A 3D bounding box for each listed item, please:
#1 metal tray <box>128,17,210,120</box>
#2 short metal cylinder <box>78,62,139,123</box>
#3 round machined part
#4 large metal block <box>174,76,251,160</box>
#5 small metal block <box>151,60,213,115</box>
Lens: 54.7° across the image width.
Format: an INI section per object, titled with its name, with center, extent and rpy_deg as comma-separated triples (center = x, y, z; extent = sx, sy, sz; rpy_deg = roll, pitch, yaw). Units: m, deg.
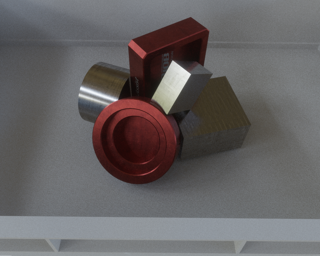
[metal tray]
center = 0.010, -0.062, 0.387
extent = 0.091, 0.129, 0.030
rpy_deg = -28, 57, -22
[short metal cylinder]
center = -0.061, -0.040, 0.400
extent = 0.050, 0.080, 0.080
rpy_deg = 18, 52, 14
[round machined part]
center = -0.024, 0.012, 0.358
extent = 0.098, 0.097, 0.042
rpy_deg = 16, 16, 12
[large metal block]
center = 0.055, -0.014, 0.389
extent = 0.081, 0.050, 0.080
rpy_deg = -11, 56, -10
[small metal block]
center = 0.024, -0.045, 0.336
extent = 0.025, 0.050, 0.050
rpy_deg = 42, 29, 21
